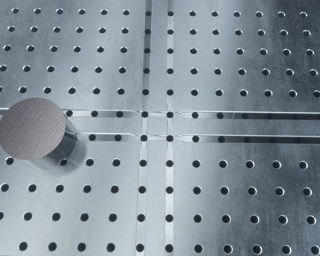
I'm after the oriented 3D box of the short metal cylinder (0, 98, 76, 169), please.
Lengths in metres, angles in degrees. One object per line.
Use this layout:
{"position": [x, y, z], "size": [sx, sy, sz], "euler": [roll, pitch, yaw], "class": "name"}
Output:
{"position": [-0.153, 0.008, 0.394], "size": [0.081, 0.050, 0.080], "euler": [0, 70, 0], "class": "short metal cylinder"}
